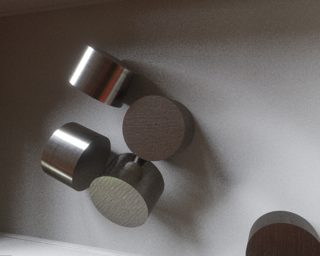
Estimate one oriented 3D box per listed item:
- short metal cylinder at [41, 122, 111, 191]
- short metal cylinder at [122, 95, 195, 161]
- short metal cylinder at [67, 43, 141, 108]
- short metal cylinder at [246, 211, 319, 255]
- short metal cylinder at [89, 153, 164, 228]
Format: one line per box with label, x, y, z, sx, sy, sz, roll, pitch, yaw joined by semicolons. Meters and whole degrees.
short metal cylinder;-0.111;0.038;0.419;0.050;0.080;0.080;24;98;18
short metal cylinder;-0.001;0.000;0.397;0.080;0.050;0.079;0;90;19
short metal cylinder;-0.073;-0.069;0.406;0.080;0.080;0.050;35;101;16
short metal cylinder;0.140;0.139;0.348;0.080;0.050;0.079;0;90;19
short metal cylinder;-0.041;0.078;0.393;0.080;0.050;0.079;12;124;19
